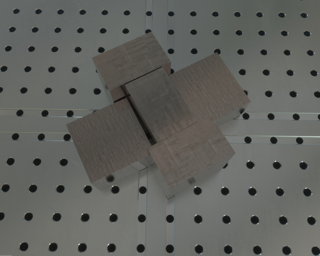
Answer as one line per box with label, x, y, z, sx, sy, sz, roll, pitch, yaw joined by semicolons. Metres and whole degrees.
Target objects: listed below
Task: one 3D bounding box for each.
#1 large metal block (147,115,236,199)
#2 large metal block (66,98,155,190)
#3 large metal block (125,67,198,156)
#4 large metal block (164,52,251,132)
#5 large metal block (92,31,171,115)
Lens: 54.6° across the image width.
large metal block;0.033;0.038;0.369;0.080;0.080;0.050;-27;72;-10
large metal block;-0.060;0.021;0.392;0.080;0.050;0.080;-25;72;-9
large metal block;0.001;-0.015;0.388;0.050;0.080;0.080;-27;72;-9
large metal block;0.058;-0.041;0.413;0.080;0.050;0.080;-27;74;-9
large metal block;-0.034;-0.067;0.406;0.080;0.080;0.050;-27;72;-9
